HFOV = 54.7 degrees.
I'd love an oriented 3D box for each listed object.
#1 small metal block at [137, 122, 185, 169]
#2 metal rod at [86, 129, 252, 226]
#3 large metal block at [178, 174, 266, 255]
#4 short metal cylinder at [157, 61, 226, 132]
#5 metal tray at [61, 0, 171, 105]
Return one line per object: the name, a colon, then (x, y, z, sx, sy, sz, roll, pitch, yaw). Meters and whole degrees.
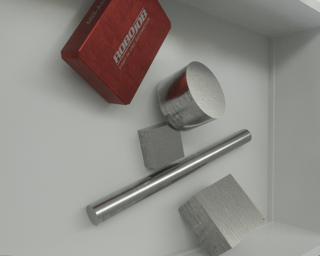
small metal block: (0.002, 0.021, 0.411, 0.050, 0.025, 0.050, -18, 102, -39)
metal rod: (0.036, 0.055, 0.438, 0.302, 0.025, 0.025, -21, 104, -38)
large metal block: (0.088, 0.124, 0.442, 0.081, 0.050, 0.080, -19, 65, -39)
short metal cylinder: (0.042, -0.041, 0.411, 0.080, 0.050, 0.080, 26, 52, -38)
metal tray: (-0.043, -0.103, 0.355, 0.090, 0.030, 0.130, 48, 61, -46)
